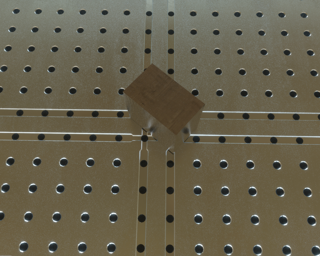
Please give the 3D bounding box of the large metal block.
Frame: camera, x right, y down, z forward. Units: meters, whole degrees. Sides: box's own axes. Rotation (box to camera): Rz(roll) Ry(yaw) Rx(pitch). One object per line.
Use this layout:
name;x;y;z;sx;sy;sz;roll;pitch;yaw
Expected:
large metal block;0.004;-0.021;0.390;0.080;0.080;0.050;40;75;13
